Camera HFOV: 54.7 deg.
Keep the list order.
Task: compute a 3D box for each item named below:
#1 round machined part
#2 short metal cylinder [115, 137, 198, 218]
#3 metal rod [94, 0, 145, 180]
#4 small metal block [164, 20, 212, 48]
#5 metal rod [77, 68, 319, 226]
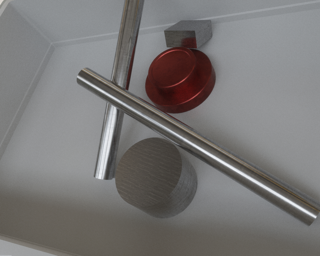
[{"bbox_3d":[0.023,-0.072,0.426,0.098,0.042,0.098,-13,56,20],"label":"round machined part"},{"bbox_3d":[-0.003,0.057,0.355,0.080,0.050,0.080,-13,56,20],"label":"short metal cylinder"},{"bbox_3d":[-0.048,-0.082,0.403,0.025,0.025,0.298,11,91,32],"label":"metal rod"},{"bbox_3d":[0.042,-0.138,0.454,0.050,0.025,0.050,11,38,32],"label":"small metal block"},{"bbox_3d":[0.023,0.007,0.339,0.300,0.025,0.025,31,79,22],"label":"metal rod"}]
